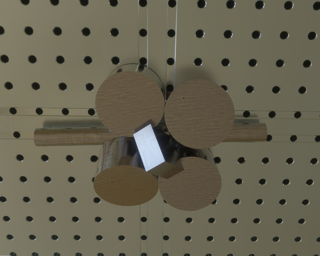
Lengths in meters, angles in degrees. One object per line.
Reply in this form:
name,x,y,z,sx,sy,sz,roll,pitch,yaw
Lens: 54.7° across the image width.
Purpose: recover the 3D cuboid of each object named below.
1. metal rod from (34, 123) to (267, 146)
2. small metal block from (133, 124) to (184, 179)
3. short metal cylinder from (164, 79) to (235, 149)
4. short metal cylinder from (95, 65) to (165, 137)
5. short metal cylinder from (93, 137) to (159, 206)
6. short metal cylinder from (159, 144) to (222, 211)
metal rod,-0.012,0.009,0.412,0.302,0.025,0.025,-1,110,0
small metal block,-0.001,0.029,0.369,0.025,0.050,0.050,-32,149,17
short metal cylinder,0.045,-0.015,0.377,0.081,0.050,0.080,0,87,0
short metal cylinder,-0.035,-0.035,0.383,0.081,0.050,0.079,0,110,0
short metal cylinder,-0.042,0.057,0.404,0.081,0.050,0.079,-1,130,-1
short metal cylinder,0.039,0.064,0.420,0.081,0.050,0.079,0,110,0
